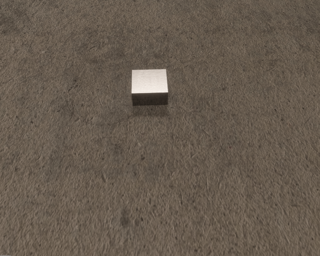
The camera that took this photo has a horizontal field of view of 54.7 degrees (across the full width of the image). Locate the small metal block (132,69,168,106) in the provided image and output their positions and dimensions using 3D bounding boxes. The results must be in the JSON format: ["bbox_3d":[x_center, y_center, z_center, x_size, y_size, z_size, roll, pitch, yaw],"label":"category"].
[{"bbox_3d":[-0.015,-0.060,0.453,0.050,0.025,0.050,-2,50,-2],"label":"small metal block"}]
